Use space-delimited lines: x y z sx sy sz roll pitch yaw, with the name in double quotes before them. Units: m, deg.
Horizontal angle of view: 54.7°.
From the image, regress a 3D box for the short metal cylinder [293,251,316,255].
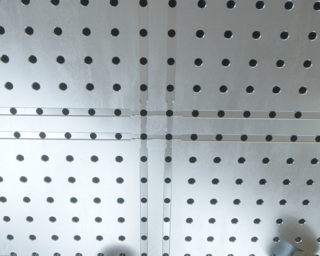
"short metal cylinder" 0.231 0.237 0.474 0.080 0.080 0.050 18 109 -7
